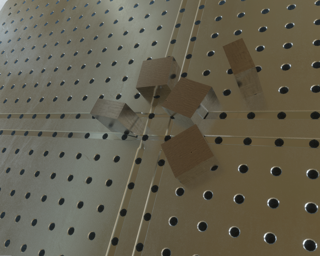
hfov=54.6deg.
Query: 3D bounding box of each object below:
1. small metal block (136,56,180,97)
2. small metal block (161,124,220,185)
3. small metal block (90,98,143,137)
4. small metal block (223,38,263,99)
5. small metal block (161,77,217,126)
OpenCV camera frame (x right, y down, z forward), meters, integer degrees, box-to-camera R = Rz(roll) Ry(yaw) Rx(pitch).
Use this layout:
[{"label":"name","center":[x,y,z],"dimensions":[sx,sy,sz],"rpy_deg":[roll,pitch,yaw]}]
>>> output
[{"label":"small metal block","center":[-0.003,-0.075,0.457],"dimensions":[0.050,0.025,0.050],"rpy_deg":[-2,61,27]},{"label":"small metal block","center":[0.036,0.031,0.371],"dimensions":[0.050,0.025,0.050],"rpy_deg":[-31,52,8]},{"label":"small metal block","center":[-0.060,-0.015,0.434],"dimensions":[0.050,0.050,0.025],"rpy_deg":[12,68,33]},{"label":"small metal block","center":[0.103,-0.073,0.384],"dimensions":[0.025,0.050,0.050],"rpy_deg":[-22,54,16]},{"label":"small metal block","center":[0.039,-0.035,0.410],"dimensions":[0.050,0.025,0.050],"rpy_deg":[26,76,37]}]
